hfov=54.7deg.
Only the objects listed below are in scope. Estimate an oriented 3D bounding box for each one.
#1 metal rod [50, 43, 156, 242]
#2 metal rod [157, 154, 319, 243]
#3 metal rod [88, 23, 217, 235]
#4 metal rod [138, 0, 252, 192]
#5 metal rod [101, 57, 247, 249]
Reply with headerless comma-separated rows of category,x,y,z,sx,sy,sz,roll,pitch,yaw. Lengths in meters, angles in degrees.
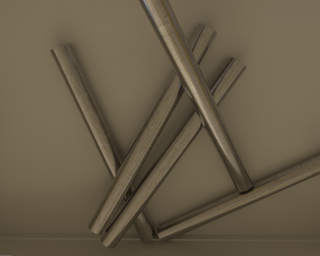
metal rod,-0.069,0.033,0.422,0.025,0.025,0.299,-19,109,7
metal rod,0.134,0.095,0.447,0.301,0.025,0.025,-27,108,9
metal rod,-0.015,0.010,0.396,0.025,0.025,0.299,27,101,-10
metal rod,0.053,-0.026,0.361,0.025,0.025,0.299,-26,124,9
metal rod,0.012,0.039,0.408,0.025,0.025,0.299,33,100,-12
